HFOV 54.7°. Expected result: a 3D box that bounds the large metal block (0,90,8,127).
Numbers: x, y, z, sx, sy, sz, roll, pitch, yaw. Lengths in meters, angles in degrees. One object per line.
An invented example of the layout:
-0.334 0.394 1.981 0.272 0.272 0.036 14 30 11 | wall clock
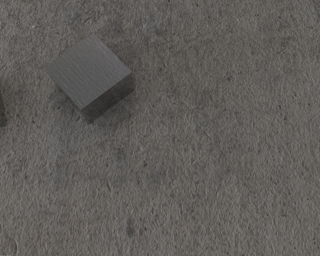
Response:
-0.259 -0.035 0.406 0.080 0.050 0.080 -19 71 -7 | large metal block

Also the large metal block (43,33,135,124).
-0.093 -0.066 0.418 0.080 0.050 0.080 -40 75 -13 | large metal block
